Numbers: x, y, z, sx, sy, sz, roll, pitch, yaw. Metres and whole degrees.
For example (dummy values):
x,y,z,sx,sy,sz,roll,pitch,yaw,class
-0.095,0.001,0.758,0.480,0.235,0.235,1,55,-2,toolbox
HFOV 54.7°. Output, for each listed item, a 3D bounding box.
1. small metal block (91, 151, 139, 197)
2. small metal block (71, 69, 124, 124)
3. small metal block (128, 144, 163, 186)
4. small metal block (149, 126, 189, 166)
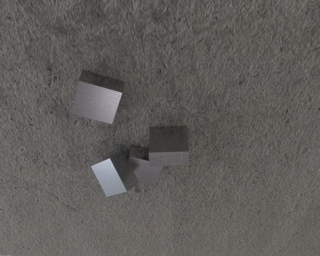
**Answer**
x,y,z,sx,sy,sz,roll,pitch,yaw,class
-0.064,0.066,0.437,0.050,0.025,0.050,-25,93,44,small metal block
-0.075,-0.037,0.375,0.050,0.025,0.050,15,129,-13,small metal block
-0.026,0.055,0.454,0.050,0.025,0.050,14,129,-13,small metal block
0.011,0.023,0.411,0.050,0.050,0.025,-2,130,1,small metal block
